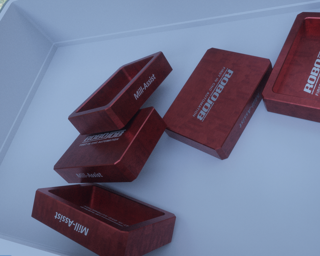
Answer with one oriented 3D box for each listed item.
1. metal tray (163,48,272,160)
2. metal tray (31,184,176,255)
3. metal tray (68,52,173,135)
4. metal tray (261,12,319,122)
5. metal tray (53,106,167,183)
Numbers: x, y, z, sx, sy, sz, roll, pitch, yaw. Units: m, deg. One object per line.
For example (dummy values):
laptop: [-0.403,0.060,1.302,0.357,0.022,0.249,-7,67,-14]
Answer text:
metal tray: [0.071,-0.035,0.387,0.090,0.030,0.130,24,74,36]
metal tray: [-0.061,0.095,0.335,0.130,0.090,0.030,13,93,33]
metal tray: [-0.051,-0.047,0.414,0.090,0.030,0.130,-8,35,44]
metal tray: [0.183,-0.071,0.350,0.090,0.030,0.130,17,71,34]
metal tray: [-0.063,0.023,0.383,0.130,0.030,0.090,-10,37,41]
